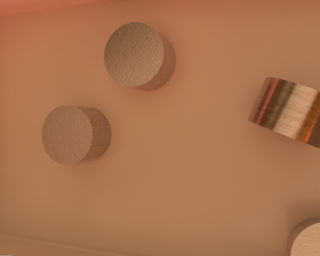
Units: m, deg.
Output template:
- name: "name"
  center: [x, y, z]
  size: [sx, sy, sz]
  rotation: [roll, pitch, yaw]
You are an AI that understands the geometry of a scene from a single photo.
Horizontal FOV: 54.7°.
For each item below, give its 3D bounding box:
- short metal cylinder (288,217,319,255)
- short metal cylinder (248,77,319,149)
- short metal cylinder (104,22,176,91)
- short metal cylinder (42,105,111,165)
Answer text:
- name: "short metal cylinder"
  center: [0.180, 0.138, 0.327]
  size: [0.080, 0.050, 0.080]
  rotation: [-4, 78, 18]
- name: "short metal cylinder"
  center: [0.142, -0.016, 0.331]
  size: [0.080, 0.080, 0.050]
  rotation: [24, 98, 18]
- name: "short metal cylinder"
  center: [-0.025, -0.091, 0.405]
  size: [0.080, 0.050, 0.079]
  rotation: [0, 90, 19]
- name: "short metal cylinder"
  center: [-0.117, 0.009, 0.437]
  size: [0.080, 0.050, 0.079]
  rotation: [0, 90, 19]
